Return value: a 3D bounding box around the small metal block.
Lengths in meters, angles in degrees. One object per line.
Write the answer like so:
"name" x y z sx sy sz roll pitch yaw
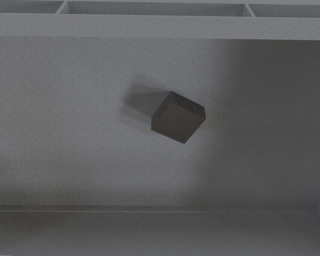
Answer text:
"small metal block" 0.023 -0.012 0.398 0.050 0.025 0.050 24 126 -19
